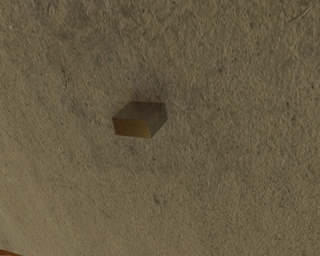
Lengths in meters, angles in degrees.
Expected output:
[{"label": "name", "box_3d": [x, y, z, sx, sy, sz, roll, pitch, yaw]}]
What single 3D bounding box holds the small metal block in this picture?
[{"label": "small metal block", "box_3d": [-0.025, -0.012, 0.396, 0.050, 0.050, 0.025, 5, 121, 25]}]
